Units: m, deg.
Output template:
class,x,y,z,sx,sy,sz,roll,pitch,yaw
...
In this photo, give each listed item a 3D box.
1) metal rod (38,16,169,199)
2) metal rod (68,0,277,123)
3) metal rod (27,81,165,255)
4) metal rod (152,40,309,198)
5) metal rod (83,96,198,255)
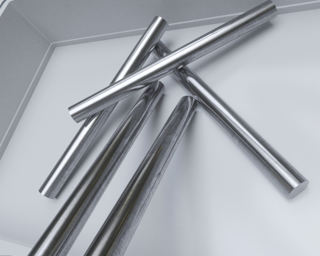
class,x,y,z,sx,sy,sz,roll,pitch,yaw
metal rod,-0.077,-0.033,0.446,0.025,0.025,0.299,28,82,37
metal rod,0.015,-0.088,0.416,0.301,0.025,0.025,-28,52,3
metal rod,-0.049,0.027,0.329,0.025,0.025,0.301,-6,32,25
metal rod,0.064,-0.034,0.392,0.025,0.025,0.300,-38,51,2
metal rod,-0.012,0.047,0.289,0.025,0.025,0.301,-5,29,25
